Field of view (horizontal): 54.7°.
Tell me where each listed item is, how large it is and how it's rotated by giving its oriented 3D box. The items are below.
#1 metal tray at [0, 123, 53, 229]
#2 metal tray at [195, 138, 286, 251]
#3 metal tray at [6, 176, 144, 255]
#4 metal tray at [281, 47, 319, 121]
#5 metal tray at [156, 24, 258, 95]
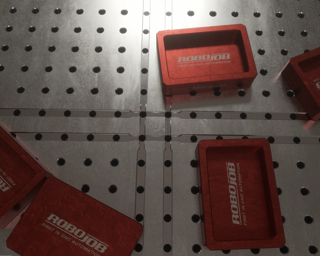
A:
[{"bbox_3d":[-0.213,0.049,0.388,0.130,0.030,0.090,40,74,13],"label":"metal tray"},{"bbox_3d":[0.094,0.079,0.381,0.091,0.030,0.130,-2,70,-1],"label":"metal tray"},{"bbox_3d":[-0.096,0.126,0.362,0.130,0.030,0.090,26,72,9],"label":"metal tray"},{"bbox_3d":[0.255,-0.076,0.439,0.131,0.030,0.090,-22,72,-8],"label":"metal tray"},{"bbox_3d":[0.064,-0.099,0.446,0.131,0.030,0.090,-6,70,-3],"label":"metal tray"}]
